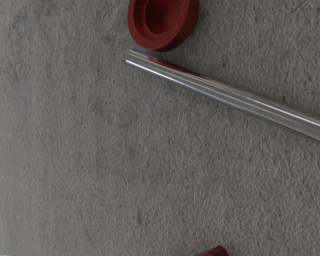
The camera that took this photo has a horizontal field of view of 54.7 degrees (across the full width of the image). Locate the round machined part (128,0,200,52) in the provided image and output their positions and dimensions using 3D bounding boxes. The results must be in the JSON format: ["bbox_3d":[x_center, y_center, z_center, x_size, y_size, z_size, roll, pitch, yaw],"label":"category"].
[{"bbox_3d":[0.009,-0.144,0.387,0.098,0.042,0.097,0,90,40],"label":"round machined part"}]

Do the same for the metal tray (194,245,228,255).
[{"bbox_3d":[0.039,0.207,0.369,0.129,0.030,0.090,-39,67,33],"label":"metal tray"}]

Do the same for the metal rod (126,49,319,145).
[{"bbox_3d":[0.069,-0.041,0.348,0.300,0.025,0.025,29,108,36],"label":"metal rod"}]
